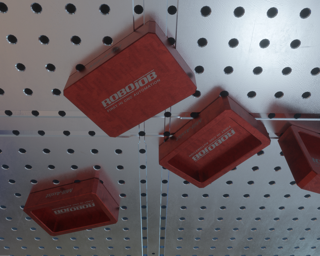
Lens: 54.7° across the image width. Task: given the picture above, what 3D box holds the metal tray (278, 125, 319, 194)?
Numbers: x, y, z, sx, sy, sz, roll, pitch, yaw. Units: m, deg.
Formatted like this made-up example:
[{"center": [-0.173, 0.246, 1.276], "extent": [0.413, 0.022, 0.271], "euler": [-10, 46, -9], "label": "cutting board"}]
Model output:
[{"center": [0.233, 0.051, 0.416], "extent": [0.131, 0.090, 0.030], "euler": [16, 128, -14], "label": "metal tray"}]

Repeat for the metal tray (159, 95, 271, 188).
[{"center": [0.072, 0.025, 0.430], "extent": [0.090, 0.030, 0.130], "euler": [34, 122, -26], "label": "metal tray"}]

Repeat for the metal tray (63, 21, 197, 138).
[{"center": [-0.035, -0.051, 0.365], "extent": [0.130, 0.030, 0.090], "euler": [-28, 125, 21], "label": "metal tray"}]

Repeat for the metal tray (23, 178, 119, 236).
[{"center": [-0.146, 0.136, 0.522], "extent": [0.130, 0.030, 0.090], "euler": [-15, 129, 12], "label": "metal tray"}]
